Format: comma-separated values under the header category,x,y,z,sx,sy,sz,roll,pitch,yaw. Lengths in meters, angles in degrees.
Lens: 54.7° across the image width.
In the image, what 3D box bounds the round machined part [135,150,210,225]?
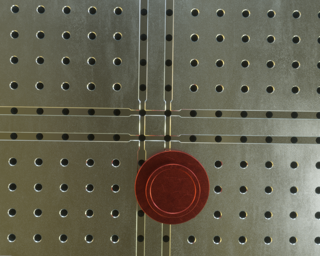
category,x,y,z,sx,sy,sz,roll,pitch,yaw
round machined part,0.016,0.078,0.405,0.099,0.042,0.097,0,90,-1
